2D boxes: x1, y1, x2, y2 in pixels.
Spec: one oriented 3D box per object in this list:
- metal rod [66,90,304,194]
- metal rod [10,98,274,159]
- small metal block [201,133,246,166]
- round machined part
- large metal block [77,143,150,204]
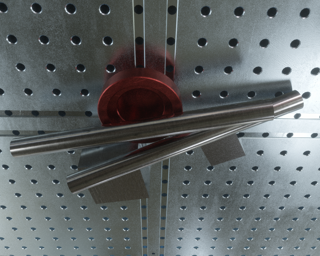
[{"bbox_3d":[0.031,0.017,0.385,0.301,0.025,0.025,-21,128,0],"label":"metal rod"},{"bbox_3d":[-0.026,0.002,0.357,0.302,0.025,0.025,-9,130,7],"label":"metal rod"},{"bbox_3d":[0.085,0.022,0.431,0.050,0.025,0.050,-21,128,16],"label":"small metal block"},{"bbox_3d":[-0.023,-0.030,0.374,0.099,0.042,0.097,0,130,0],"label":"round machined part"},{"bbox_3d":[-0.062,0.061,0.446,0.080,0.050,0.080,-8,130,6],"label":"large metal block"}]
